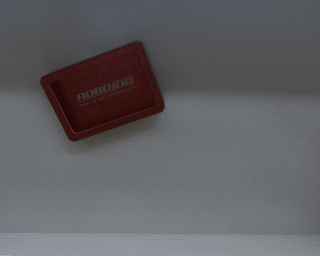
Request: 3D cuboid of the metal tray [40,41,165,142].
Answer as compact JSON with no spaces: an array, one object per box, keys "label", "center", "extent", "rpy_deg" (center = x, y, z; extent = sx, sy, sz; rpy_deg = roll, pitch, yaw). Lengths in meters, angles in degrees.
[{"label":"metal tray","center":[-0.069,-0.045,0.390],"extent":[0.131,0.030,0.090],"rpy_deg":[-19,109,6]}]
